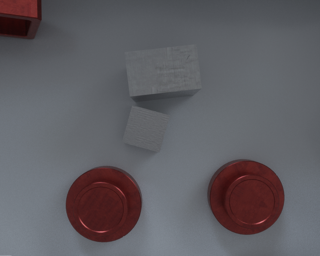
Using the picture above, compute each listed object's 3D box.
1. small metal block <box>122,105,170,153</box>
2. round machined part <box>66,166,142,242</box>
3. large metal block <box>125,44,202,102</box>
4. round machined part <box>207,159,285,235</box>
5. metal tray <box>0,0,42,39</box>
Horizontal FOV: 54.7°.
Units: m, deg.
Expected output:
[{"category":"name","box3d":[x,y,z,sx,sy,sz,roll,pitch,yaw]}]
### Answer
[{"category":"small metal block","box3d":[-0.018,0.001,0.411,0.050,0.025,0.050,15,90,-1]},{"category":"round machined part","box3d":[-0.073,0.101,0.402,0.099,0.042,0.097,0,90,-1]},{"category":"large metal block","box3d":[0.003,-0.064,0.384,0.081,0.080,0.050,-7,90,0]},{"category":"round machined part","box3d":[0.114,0.091,0.405,0.099,0.042,0.097,0,90,-1]},{"category":"metal tray","box3d":[-0.209,-0.134,0.351,0.131,0.090,0.030,-1,90,-28]}]
